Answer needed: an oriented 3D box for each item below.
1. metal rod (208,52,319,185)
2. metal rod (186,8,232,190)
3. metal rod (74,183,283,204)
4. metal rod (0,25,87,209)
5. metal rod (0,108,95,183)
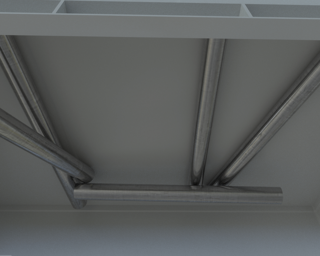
[{"bbox_3d":[0.142,0.003,0.413,0.025,0.025,0.298,18,128,-16],"label":"metal rod"},{"bbox_3d":[0.057,-0.003,0.407,0.025,0.025,0.298,1,130,-1],"label":"metal rod"},{"bbox_3d":[0.025,0.097,0.459,0.302,0.025,0.025,1,130,2],"label":"metal rod"},{"bbox_3d":[-0.151,0.011,0.416,0.025,0.025,0.298,-6,130,4],"label":"metal rod"},{"bbox_3d":[-0.154,0.008,0.342,0.025,0.025,0.300,-14,151,11],"label":"metal rod"}]
